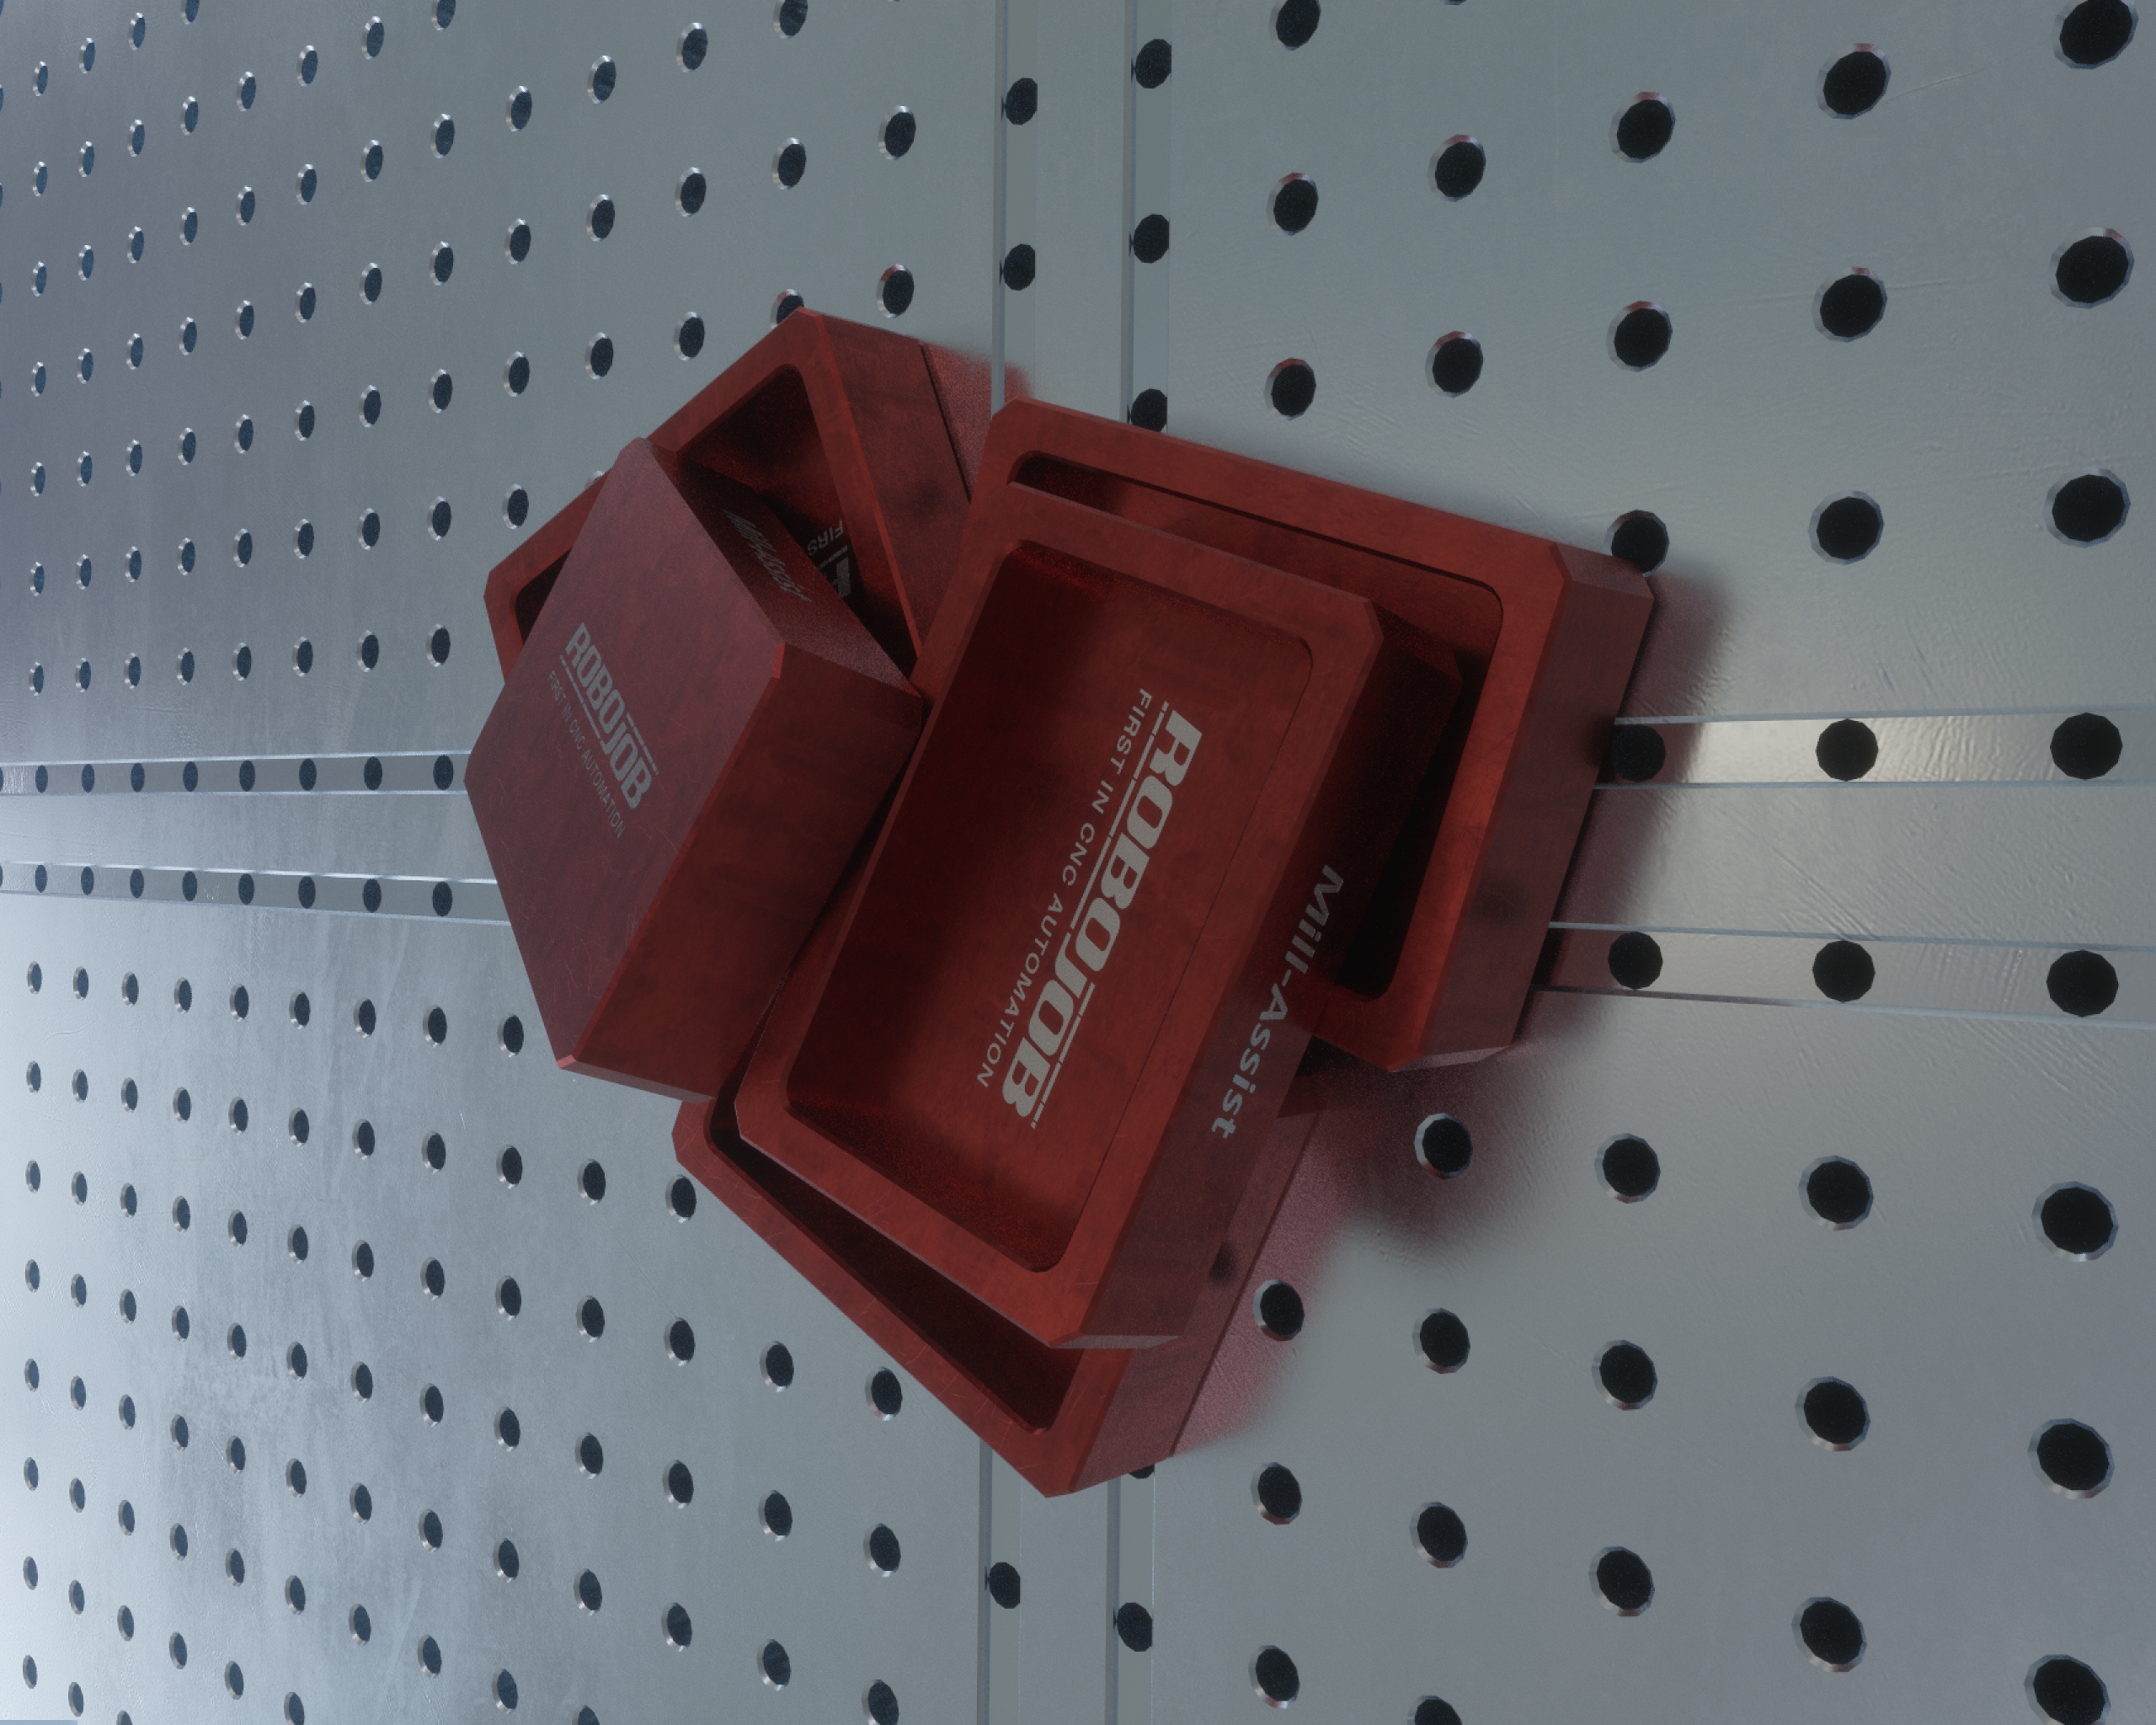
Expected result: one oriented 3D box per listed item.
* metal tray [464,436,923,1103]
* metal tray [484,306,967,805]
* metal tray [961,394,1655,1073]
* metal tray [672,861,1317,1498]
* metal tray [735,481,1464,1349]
[{"bbox_3d":[-0.084,-0.023,0.423,0.090,0.030,0.130,-60,34,14],"label":"metal tray"},{"bbox_3d":[-0.078,-0.052,0.472,0.130,0.030,0.090,-28,72,37],"label":"metal tray"},{"bbox_3d":[0.029,-0.027,0.382,0.130,0.030,0.089,25,105,38],"label":"metal tray"},{"bbox_3d":[-0.023,0.053,0.426,0.130,0.030,0.089,33,110,35],"label":"metal tray"},{"bbox_3d":[0.000,0.007,0.366,0.090,0.030,0.129,26,94,37],"label":"metal tray"}]
